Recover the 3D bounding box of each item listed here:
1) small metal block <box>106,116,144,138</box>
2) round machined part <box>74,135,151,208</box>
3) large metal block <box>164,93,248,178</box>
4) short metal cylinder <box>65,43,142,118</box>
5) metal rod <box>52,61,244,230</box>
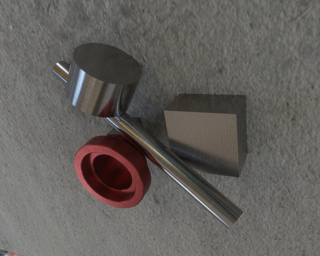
[{"bbox_3d":[-0.042,0.018,0.425,0.025,0.050,0.050,-2,118,29],"label":"small metal block"},{"bbox_3d":[-0.055,0.050,0.392,0.098,0.042,0.097,13,125,20],"label":"round machined part"},{"bbox_3d":[0.057,0.006,0.365,0.080,0.050,0.079,4,121,25],"label":"large metal block"},{"bbox_3d":[-0.068,-0.058,0.371,0.080,0.080,0.050,33,128,6],"label":"short metal cylinder"},{"bbox_3d":[-0.028,0.008,0.379,0.300,0.025,0.025,40,130,19],"label":"metal rod"}]
